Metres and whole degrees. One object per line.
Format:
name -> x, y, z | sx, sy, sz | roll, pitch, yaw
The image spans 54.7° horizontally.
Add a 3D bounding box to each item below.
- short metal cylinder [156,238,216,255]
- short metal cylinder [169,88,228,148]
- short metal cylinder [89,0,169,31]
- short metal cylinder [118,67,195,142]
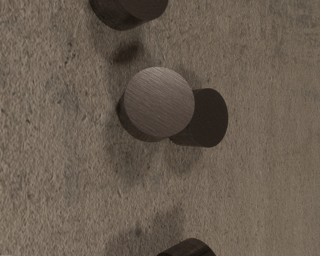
short metal cylinder -> 0.036, 0.191, 0.402 | 0.050, 0.080, 0.079 | -11, 97, -40
short metal cylinder -> 0.050, -0.014, 0.433 | 0.081, 0.050, 0.079 | 0, 91, -40
short metal cylinder -> -0.036, -0.159, 0.359 | 0.081, 0.050, 0.079 | 0, 90, -40
short metal cylinder -> -0.006, -0.025, 0.365 | 0.081, 0.050, 0.080 | 3, 80, -15
